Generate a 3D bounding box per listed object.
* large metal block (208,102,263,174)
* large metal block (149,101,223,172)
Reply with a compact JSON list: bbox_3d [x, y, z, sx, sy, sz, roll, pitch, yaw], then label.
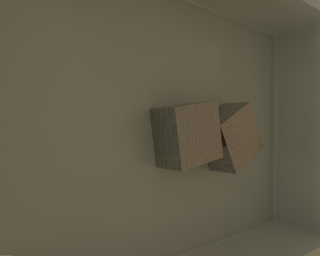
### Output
[{"bbox_3d":[0.108,0.013,0.481,0.081,0.050,0.080,-34,111,-35],"label":"large metal block"},{"bbox_3d":[0.037,0.008,0.421,0.081,0.050,0.079,-12,98,-39],"label":"large metal block"}]
